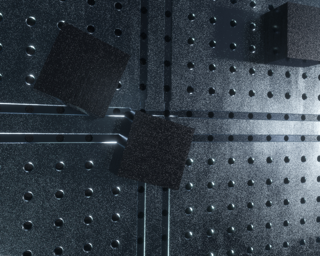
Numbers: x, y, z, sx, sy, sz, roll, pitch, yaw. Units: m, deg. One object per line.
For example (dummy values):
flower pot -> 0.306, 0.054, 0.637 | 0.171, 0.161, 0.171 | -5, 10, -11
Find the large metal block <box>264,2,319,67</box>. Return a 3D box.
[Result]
large metal block -> 0.211, -0.140, 0.479 | 0.081, 0.050, 0.079 | 0, 90, -21

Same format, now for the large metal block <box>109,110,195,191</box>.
large metal block -> -0.011, 0.028, 0.396 | 0.081, 0.050, 0.080 | 18, 84, -20

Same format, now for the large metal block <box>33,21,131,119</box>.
large metal block -> -0.092, -0.063, 0.366 | 0.080, 0.050, 0.080 | 24, 82, -19
